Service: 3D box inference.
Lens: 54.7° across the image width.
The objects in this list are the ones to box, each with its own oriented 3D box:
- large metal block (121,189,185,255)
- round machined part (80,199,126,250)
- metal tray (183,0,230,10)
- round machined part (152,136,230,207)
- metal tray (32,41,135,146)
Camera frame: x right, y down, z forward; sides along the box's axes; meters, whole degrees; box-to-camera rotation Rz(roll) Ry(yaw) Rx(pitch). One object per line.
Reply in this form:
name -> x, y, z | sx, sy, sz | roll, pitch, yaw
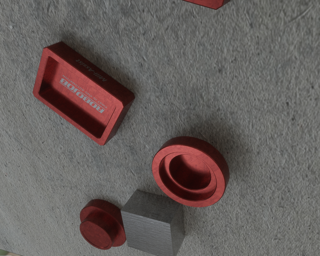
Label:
large metal block -> -0.009, 0.151, 0.487 | 0.080, 0.050, 0.079 | 8, 122, 23
round machined part -> -0.105, 0.181, 0.561 | 0.098, 0.042, 0.097 | 13, 124, 20
metal tray -> 0.011, -0.174, 0.288 | 0.130, 0.030, 0.089 | 22, 127, 14
round machined part -> 0.042, 0.052, 0.405 | 0.098, 0.042, 0.097 | 13, 124, 20
metal tray -> -0.109, -0.046, 0.430 | 0.130, 0.030, 0.089 | 36, 129, 3
